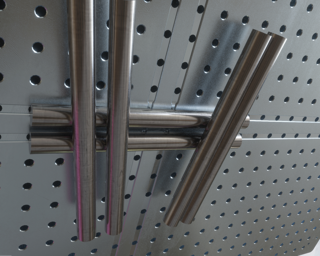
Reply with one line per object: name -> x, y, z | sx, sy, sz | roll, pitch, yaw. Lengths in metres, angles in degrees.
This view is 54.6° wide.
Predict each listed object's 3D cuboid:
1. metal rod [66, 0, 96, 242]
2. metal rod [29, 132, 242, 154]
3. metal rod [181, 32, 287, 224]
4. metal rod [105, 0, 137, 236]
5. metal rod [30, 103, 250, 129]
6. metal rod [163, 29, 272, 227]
metal rod -> -0.083, 0.012, 0.341 | 0.025, 0.025, 0.298 | -8, 122, -24
metal rod -> -0.012, 0.018, 0.416 | 0.302, 0.025, 0.025 | 1, 118, -29
metal rod -> 0.093, 0.014, 0.438 | 0.025, 0.025, 0.298 | 9, 114, -32
metal rod -> -0.049, 0.010, 0.358 | 0.025, 0.025, 0.298 | -8, 122, -24
metal rod -> -0.004, -0.012, 0.401 | 0.302, 0.025, 0.025 | 1, 118, -29
metal rod -> 0.070, 0.014, 0.426 | 0.025, 0.025, 0.298 | 9, 114, -32
